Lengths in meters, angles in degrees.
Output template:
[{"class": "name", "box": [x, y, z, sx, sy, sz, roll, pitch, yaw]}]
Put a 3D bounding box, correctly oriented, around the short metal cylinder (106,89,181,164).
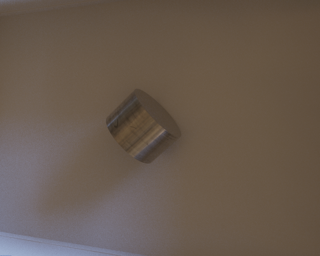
[{"class": "short metal cylinder", "box": [-0.019, -0.003, 0.385, 0.050, 0.080, 0.080, -43, 77, 15]}]
